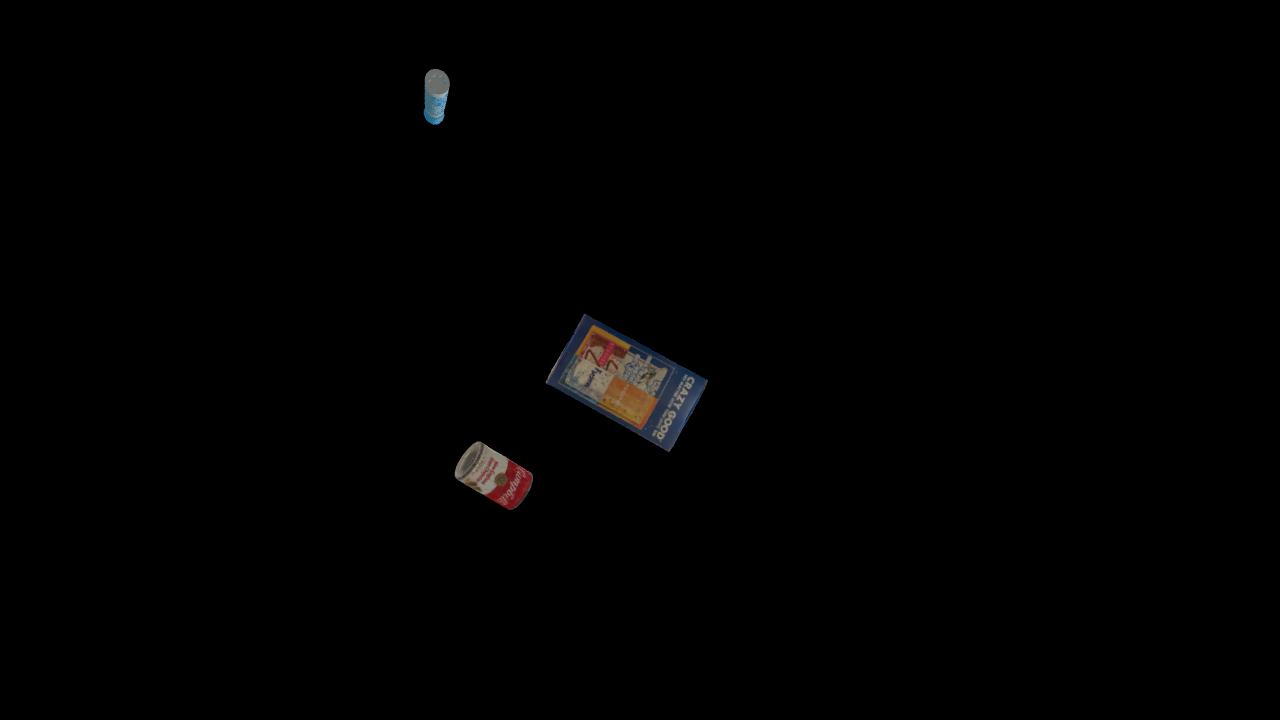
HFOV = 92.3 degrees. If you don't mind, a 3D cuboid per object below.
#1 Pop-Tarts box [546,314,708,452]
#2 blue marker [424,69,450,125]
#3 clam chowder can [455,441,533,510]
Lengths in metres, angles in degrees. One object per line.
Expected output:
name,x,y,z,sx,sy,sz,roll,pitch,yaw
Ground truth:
Pop-Tarts box,-0.008,0.029,0.673,0.141,0.083,0.167,29,-3,7
blue marker,-0.179,-0.228,0.539,0.020,0.020,0.121,0,8,-20
clam chowder can,-0.227,0.180,0.959,0.102,0.068,0.068,39,-19,-25
